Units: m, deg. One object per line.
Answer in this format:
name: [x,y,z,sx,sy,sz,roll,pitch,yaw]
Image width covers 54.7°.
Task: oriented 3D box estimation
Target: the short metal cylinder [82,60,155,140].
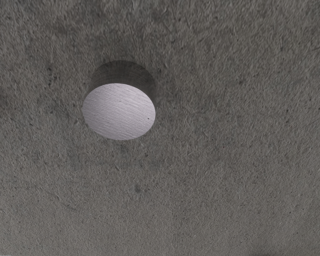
short metal cylinder: [-0.045,-0.032,0.363,0.081,0.050,0.079,0,130,0]
